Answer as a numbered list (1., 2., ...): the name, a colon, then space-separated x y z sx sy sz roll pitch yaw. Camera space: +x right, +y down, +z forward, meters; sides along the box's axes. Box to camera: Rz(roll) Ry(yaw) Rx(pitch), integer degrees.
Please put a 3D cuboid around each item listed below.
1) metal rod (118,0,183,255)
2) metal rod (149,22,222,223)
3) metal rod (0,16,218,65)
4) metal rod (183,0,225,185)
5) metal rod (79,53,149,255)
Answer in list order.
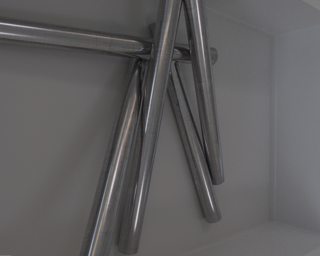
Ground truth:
1. metal rod: -0.013 0.001 0.358 0.025 0.025 0.298 5 99 -40
2. metal rod: 0.040 0.000 0.439 0.025 0.025 0.298 -27 107 -37
3. metal rod: -0.055 -0.092 0.339 0.303 0.025 0.025 -2 92 -34
4. metal rod: 0.060 -0.045 0.406 0.025 0.025 0.298 -36 128 -34
5. metal rod: -0.046 0.042 0.310 0.025 0.025 0.300 34 51 -35
